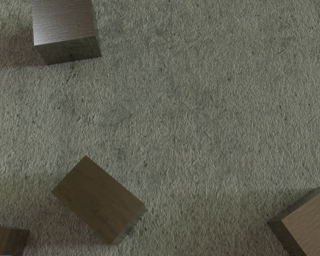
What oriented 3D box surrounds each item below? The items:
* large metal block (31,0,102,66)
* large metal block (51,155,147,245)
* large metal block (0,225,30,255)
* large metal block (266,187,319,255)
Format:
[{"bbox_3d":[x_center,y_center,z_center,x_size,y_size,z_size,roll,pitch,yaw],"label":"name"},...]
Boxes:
[{"bbox_3d":[-0.133,-0.144,0.446,0.081,0.050,0.080,-10,70,-4],"label":"large metal block"},{"bbox_3d":[-0.063,0.083,0.348,0.080,0.080,0.050,37,74,12],"label":"large metal block"},{"bbox_3d":[-0.204,0.146,0.340,0.080,0.050,0.080,9,70,3],"label":"large metal block"},{"bbox_3d":[0.186,0.120,0.352,0.080,0.050,0.080,-30,73,-11],"label":"large metal block"}]
